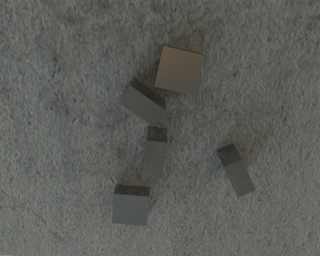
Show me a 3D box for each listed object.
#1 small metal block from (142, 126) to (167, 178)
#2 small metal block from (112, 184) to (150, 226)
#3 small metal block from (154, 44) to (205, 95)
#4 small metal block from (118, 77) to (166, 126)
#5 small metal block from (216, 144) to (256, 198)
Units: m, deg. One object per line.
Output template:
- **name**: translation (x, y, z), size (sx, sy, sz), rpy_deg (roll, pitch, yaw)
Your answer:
- **small metal block**: translation (-0.007, 0.031, 0.408), size (0.025, 0.050, 0.050), rpy_deg (7, 110, -3)
- **small metal block**: translation (-0.042, 0.112, 0.451), size (0.050, 0.025, 0.050), rpy_deg (5, 110, -3)
- **small metal block**: translation (0.023, -0.072, 0.384), size (0.050, 0.025, 0.050), rpy_deg (12, 110, -5)
- **small metal block**: translation (-0.021, -0.034, 0.384), size (0.050, 0.050, 0.025), rpy_deg (34, 106, -12)
- **small metal block**: translation (0.102, 0.056, 0.419), size (0.025, 0.050, 0.050), rpy_deg (-25, 109, 8)
